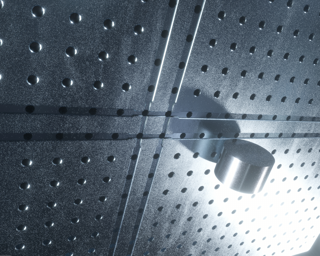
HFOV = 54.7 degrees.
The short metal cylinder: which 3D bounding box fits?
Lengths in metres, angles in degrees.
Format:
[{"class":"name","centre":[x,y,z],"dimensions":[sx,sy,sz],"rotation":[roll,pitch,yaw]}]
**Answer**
[{"class":"short metal cylinder","centre":[0.131,0.058,0.486],"dimensions":[0.081,0.080,0.050],"rotation":[0,119,-29]}]
